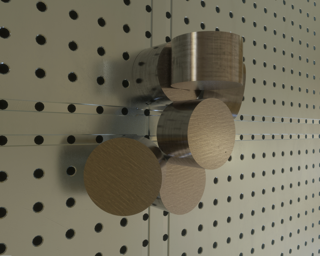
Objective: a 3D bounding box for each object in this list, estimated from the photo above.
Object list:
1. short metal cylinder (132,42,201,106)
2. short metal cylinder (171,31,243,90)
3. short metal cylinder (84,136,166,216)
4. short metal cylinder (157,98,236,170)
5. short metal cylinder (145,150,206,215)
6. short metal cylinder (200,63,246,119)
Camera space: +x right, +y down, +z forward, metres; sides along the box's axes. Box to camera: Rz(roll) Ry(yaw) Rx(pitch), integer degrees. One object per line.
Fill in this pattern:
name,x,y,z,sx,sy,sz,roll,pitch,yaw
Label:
short metal cylinder,0.012,-0.069,0.402,0.081,0.050,0.079,-1,91,-40
short metal cylinder,0.053,-0.073,0.350,0.081,0.080,0.050,0,90,-40
short metal cylinder,-0.035,0.048,0.336,0.050,0.080,0.079,-16,104,-84
short metal cylinder,0.043,0.006,0.362,0.081,0.050,0.079,0,90,-40
short metal cylinder,0.014,0.067,0.403,0.081,0.050,0.079,-1,92,-40
short metal cylinder,0.084,-0.055,0.434,0.050,0.080,0.080,8,83,1
